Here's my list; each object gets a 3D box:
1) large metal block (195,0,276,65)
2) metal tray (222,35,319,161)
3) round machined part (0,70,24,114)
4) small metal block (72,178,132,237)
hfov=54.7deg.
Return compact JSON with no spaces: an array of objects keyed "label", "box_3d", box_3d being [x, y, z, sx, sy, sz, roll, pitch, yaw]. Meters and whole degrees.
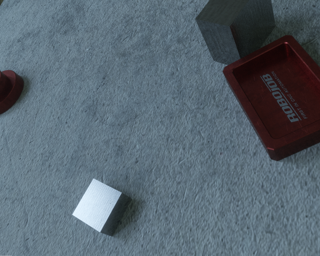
[{"label":"large metal block","box_3d":[0.100,-0.136,0.399,0.050,0.080,0.080,28,77,37]},{"label":"metal tray","box_3d":[0.138,-0.038,0.351,0.090,0.030,0.130,-27,52,11]},{"label":"round machined part","box_3d":[-0.322,-0.076,0.608,0.098,0.042,0.098,-13,56,21]},{"label":"small metal block","box_3d":[-0.071,0.097,0.382,0.050,0.025,0.050,17,71,34]}]
